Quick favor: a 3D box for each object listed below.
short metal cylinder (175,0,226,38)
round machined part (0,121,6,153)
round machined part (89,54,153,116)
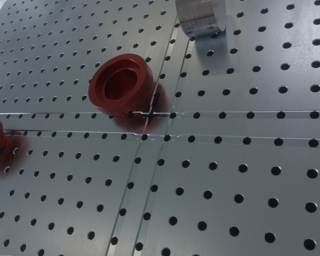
[{"bbox_3d":[0.061,-0.177,0.449,0.050,0.080,0.080,-4,60,26],"label":"short metal cylinder"},{"bbox_3d":[-0.315,0.025,0.548,0.098,0.042,0.098,-13,56,21],"label":"round machined part"},{"bbox_3d":[-0.054,-0.060,0.462,0.098,0.042,0.098,-13,56,21],"label":"round machined part"}]
